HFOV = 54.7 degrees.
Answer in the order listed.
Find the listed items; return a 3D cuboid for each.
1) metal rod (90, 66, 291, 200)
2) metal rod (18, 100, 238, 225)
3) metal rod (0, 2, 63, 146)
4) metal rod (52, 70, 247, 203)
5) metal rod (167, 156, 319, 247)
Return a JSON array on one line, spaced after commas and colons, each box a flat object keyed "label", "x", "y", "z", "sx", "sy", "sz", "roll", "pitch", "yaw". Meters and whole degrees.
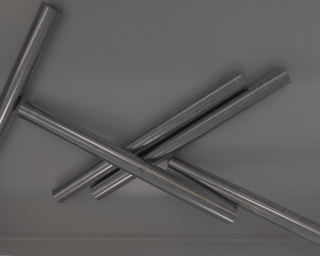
[{"label": "metal rod", "x": 0.033, "y": 0.013, "z": 0.416, "sx": 0.300, "sy": 0.025, "sz": 0.025, "roll": -33, "pitch": 107, "yaw": 11}, {"label": "metal rod", "x": -0.041, "y": 0.044, "z": 0.397, "sx": 0.301, "sy": 0.025, "sz": 0.025, "roll": 27, "pitch": 108, "yaw": 0}, {"label": "metal rod", "x": -0.202, "y": -0.020, "z": 0.402, "sx": 0.025, "sy": 0.025, "sz": 0.298, "roll": 30, "pitch": 107, "yaw": -11}, {"label": "metal rod", "x": -0.022, "y": 0.017, "z": 0.417, "sx": 0.300, "sy": 0.025, "sz": 0.025, "roll": -33, "pitch": 107, "yaw": 11}, {"label": "metal rod", "x": 0.147, "y": 0.109, "z": 0.389, "sx": 0.301, "sy": 0.025, "sz": 0.025, "roll": 24, "pitch": 110, "yaw": 16}]
